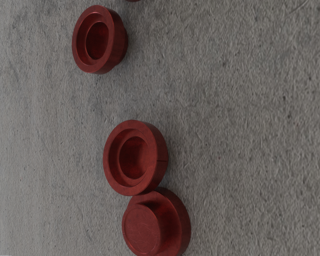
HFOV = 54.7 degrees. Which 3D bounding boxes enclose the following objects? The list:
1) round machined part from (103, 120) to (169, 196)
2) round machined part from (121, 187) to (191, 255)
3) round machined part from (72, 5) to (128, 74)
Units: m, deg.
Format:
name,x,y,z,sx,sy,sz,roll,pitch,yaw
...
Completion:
name,x,y,z,sx,sy,sz,roll,pitch,yaw
round machined part,-0.028,0.040,0.412,0.098,0.042,0.098,-7,79,38
round machined part,-0.012,0.129,0.404,0.098,0.042,0.097,0,90,40
round machined part,-0.086,-0.129,0.465,0.098,0.042,0.097,0,90,40
